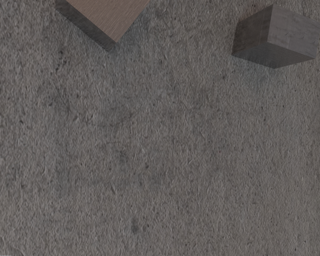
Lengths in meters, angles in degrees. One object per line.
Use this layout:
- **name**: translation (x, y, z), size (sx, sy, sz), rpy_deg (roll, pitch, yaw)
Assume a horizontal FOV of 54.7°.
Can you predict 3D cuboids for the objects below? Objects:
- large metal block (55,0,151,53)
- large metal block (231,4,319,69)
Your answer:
- **large metal block**: translation (-0.065, -0.152, 0.371), size (0.080, 0.050, 0.080), rpy_deg (38, 78, -16)
- **large metal block**: translation (0.162, -0.125, 0.439), size (0.081, 0.080, 0.050), rpy_deg (11, 86, -20)
